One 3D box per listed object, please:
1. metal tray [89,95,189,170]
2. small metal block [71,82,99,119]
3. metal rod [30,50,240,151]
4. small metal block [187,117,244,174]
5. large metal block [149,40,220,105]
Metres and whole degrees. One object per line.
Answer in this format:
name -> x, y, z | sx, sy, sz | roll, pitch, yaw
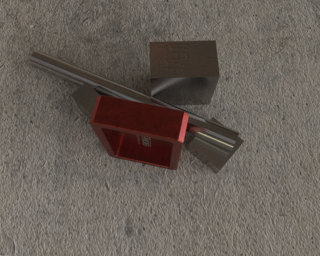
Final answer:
metal tray -> -0.020, 0.011, 0.349 | 0.090, 0.130, 0.030 | 12, 71, 4
small metal block -> -0.083, -0.025, 0.403 | 0.050, 0.050, 0.025 | 43, 75, 13
metal rod -> -0.043, -0.041, 0.409 | 0.301, 0.025, 0.025 | 23, 72, 13
small metal block -> 0.071, 0.023, 0.402 | 0.050, 0.025, 0.050 | 40, 74, 13
large metal block -> 0.028, -0.068, 0.404 | 0.081, 0.080, 0.050 | -2, 70, -1
